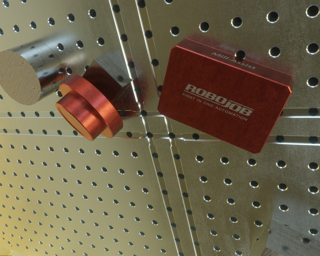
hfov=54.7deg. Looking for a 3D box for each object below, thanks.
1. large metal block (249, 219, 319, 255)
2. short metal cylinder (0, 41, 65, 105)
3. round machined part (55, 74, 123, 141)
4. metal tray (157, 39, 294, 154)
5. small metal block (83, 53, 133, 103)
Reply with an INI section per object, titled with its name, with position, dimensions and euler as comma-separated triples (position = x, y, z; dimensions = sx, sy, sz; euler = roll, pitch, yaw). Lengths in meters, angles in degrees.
[large metal block]
position = 0.170, 0.183, 0.418
dimensions = 0.080, 0.050, 0.079
euler = 24, 127, 13
[short metal cylinder]
position = -0.185, -0.079, 0.444
dimensions = 0.080, 0.050, 0.079
euler = 13, 124, 21
[round machined part]
position = -0.099, -0.020, 0.412
dimensions = 0.098, 0.042, 0.098
euler = 37, 159, 17
[metal tray]
position = 0.068, -0.036, 0.350
dimensions = 0.130, 0.030, 0.089
euler = 24, 127, 13
[small metal block]
position = -0.074, -0.061, 0.412
dimensions = 0.050, 0.025, 0.050
euler = 45, 129, -3
